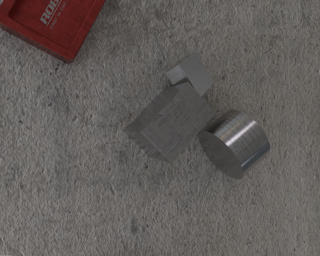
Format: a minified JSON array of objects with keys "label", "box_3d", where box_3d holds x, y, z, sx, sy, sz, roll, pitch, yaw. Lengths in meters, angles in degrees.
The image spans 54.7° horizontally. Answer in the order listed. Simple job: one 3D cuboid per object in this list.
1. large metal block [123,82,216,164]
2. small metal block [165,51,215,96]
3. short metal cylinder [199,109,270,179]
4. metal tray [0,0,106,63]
[{"label":"large metal block","box_3d":[0.009,-0.007,0.383,0.050,0.080,0.080,47,76,-14]},{"label":"small metal block","box_3d":[0.041,-0.067,0.413,0.050,0.025,0.050,55,43,-12]},{"label":"short metal cylinder","box_3d":[0.099,0.022,0.417,0.050,0.080,0.080,-37,102,-16]},{"label":"metal tray","box_3d":[-0.116,-0.154,0.363,0.090,0.030,0.130,28,81,-18]}]
